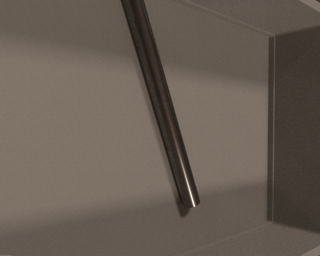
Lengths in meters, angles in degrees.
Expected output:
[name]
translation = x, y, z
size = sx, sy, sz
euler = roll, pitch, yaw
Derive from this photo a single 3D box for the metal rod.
[metal rod]
translation = 0.005, -0.030, 0.412
size = 0.025, 0.025, 0.298
euler = -27, 107, -37
